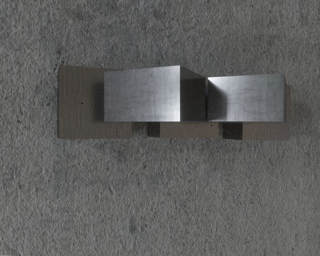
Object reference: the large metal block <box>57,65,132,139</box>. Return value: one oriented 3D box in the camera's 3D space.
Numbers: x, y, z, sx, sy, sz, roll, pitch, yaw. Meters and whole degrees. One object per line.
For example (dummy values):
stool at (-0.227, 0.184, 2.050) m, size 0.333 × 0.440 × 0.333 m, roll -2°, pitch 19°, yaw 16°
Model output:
large metal block at (-0.079, -0.028, 0.369) m, size 0.081 × 0.050 × 0.079 m, roll 0°, pitch 90°, yaw -21°

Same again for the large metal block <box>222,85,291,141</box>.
large metal block at (0.140, -0.023, 0.451) m, size 0.081 × 0.050 × 0.079 m, roll 2°, pitch 90°, yaw -21°

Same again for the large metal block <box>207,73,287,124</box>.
large metal block at (0.107, -0.031, 0.371) m, size 0.080 × 0.080 × 0.050 m, roll 1°, pitch 89°, yaw 24°

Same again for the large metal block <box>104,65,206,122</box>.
large metal block at (-0.002, -0.032, 0.328) m, size 0.080 × 0.080 × 0.050 m, roll -2°, pitch 92°, yaw -66°

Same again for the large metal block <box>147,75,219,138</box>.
large metal block at (0.030, -0.028, 0.409) m, size 0.081 × 0.050 × 0.079 m, roll 1°, pitch 90°, yaw -21°
